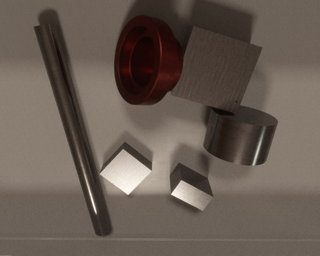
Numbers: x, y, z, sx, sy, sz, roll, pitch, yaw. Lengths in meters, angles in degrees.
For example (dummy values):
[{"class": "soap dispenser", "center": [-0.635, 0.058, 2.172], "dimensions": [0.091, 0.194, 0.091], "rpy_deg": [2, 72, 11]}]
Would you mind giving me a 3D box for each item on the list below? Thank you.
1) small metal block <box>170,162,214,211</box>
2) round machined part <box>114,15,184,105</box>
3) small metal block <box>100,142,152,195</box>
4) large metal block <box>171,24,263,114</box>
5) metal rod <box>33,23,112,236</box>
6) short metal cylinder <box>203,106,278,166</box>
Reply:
[{"class": "small metal block", "center": [0.042, 0.080, 0.428], "dimensions": [0.050, 0.050, 0.025], "rpy_deg": [29, 107, -11]}, {"class": "round machined part", "center": [-0.011, -0.075, 0.354], "dimensions": [0.042, 0.098, 0.097], "rpy_deg": [-1, 115, -36]}, {"class": "small metal block", "center": [-0.047, 0.056, 0.431], "dimensions": [0.050, 0.025, 0.050], "rpy_deg": [40, 105, -14]}, {"class": "large metal block", "center": [0.063, -0.072, 0.372], "dimensions": [0.080, 0.050, 0.079], "rpy_deg": [15, 109, -6]}, {"class": "metal rod", "center": [-0.111, 0.016, 0.415], "dimensions": [0.025, 0.025, 0.298], "rpy_deg": [-9, 110, 3]}, {"class": "short metal cylinder", "center": [0.099, 0.006, 0.386], "dimensions": [0.081, 0.080, 0.050], "rpy_deg": [8, 110, -4]}]
